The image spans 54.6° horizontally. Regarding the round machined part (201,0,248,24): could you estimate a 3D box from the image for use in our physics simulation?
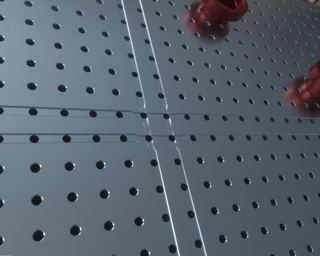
[{"bbox_3d":[0.121,-0.245,0.611,0.099,0.042,0.098,13,56,-21],"label":"round machined part"}]

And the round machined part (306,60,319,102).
[{"bbox_3d":[0.342,-0.088,0.634,0.099,0.042,0.098,13,56,-21],"label":"round machined part"}]
